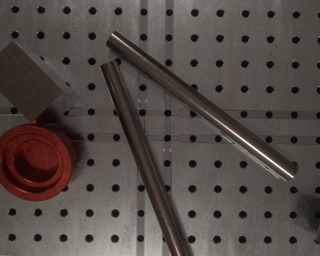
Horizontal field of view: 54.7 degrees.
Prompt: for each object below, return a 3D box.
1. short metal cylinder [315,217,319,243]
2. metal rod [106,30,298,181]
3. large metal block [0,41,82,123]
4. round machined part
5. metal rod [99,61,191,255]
[{"bbox_3d":[0.245,0.129,0.389,0.080,0.080,0.050,13,90,-1],"label":"short metal cylinder"},{"bbox_3d":[0.056,-0.029,0.414,0.301,0.025,0.025,37,90,-1],"label":"metal rod"},{"bbox_3d":[-0.153,-0.052,0.384,0.050,0.080,0.080,-45,90,0],"label":"large metal block"},{"bbox_3d":[-0.155,0.040,0.398,0.099,0.042,0.097,0,100,2],"label":"round machined part"},{"bbox_3d":[-0.016,0.055,0.413,0.025,0.025,0.299,-21,90,0],"label":"metal rod"}]
